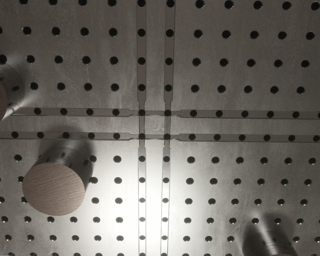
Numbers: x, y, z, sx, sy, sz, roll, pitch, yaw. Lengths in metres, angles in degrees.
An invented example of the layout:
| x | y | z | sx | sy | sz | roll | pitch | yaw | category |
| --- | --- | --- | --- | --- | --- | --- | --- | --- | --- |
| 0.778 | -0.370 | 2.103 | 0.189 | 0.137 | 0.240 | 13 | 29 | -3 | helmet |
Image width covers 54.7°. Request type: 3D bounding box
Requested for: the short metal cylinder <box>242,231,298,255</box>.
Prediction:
| x | y | z | sx | sy | sz | roll | pitch | yaw | category |
| --- | --- | --- | --- | --- | --- | --- | --- | --- | --- |
| 0.174 | 0.208 | 0.480 | 0.081 | 0.050 | 0.079 | 0 | 110 | -1 | short metal cylinder |

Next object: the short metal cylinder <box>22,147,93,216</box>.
| x | y | z | sx | sy | sz | roll | pitch | yaw | category |
| --- | --- | --- | --- | --- | --- | --- | --- | --- | --- |
| -0.138 | 0.072 | 0.425 | 0.081 | 0.050 | 0.079 | 0 | 110 | -1 | short metal cylinder |

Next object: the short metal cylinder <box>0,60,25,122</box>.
| x | y | z | sx | sy | sz | roll | pitch | yaw | category |
| --- | --- | --- | --- | --- | --- | --- | --- | --- | --- |
| -0.218 | -0.043 | 0.381 | 0.081 | 0.050 | 0.079 | 0 | 110 | -1 | short metal cylinder |
